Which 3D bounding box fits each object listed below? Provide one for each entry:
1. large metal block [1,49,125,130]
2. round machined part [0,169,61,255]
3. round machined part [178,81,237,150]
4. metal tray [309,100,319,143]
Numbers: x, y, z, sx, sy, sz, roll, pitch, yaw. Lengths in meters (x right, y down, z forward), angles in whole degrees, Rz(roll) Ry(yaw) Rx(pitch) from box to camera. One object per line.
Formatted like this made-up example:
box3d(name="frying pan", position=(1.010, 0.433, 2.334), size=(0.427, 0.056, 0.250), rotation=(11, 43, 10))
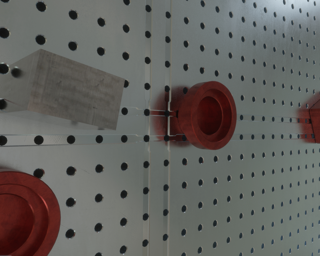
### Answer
box3d(name="large metal block", position=(-0.093, -0.030, 0.295), size=(0.081, 0.080, 0.050), rotation=(15, 81, -39))
box3d(name="round machined part", position=(-0.145, 0.085, 0.277), size=(0.099, 0.042, 0.097), rotation=(0, 90, -40))
box3d(name="round machined part", position=(0.065, -0.018, 0.452), size=(0.099, 0.042, 0.097), rotation=(0, 90, -40))
box3d(name="metal tray", position=(0.411, -0.029, 0.749), size=(0.131, 0.030, 0.090), rotation=(-31, 110, -36))
